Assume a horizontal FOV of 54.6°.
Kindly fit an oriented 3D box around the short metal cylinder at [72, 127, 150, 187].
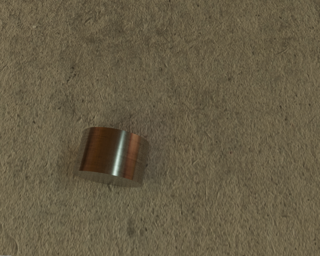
[{"bbox_3d":[-0.056,0.037,0.365,0.080,0.080,0.050,9,70,3],"label":"short metal cylinder"}]
